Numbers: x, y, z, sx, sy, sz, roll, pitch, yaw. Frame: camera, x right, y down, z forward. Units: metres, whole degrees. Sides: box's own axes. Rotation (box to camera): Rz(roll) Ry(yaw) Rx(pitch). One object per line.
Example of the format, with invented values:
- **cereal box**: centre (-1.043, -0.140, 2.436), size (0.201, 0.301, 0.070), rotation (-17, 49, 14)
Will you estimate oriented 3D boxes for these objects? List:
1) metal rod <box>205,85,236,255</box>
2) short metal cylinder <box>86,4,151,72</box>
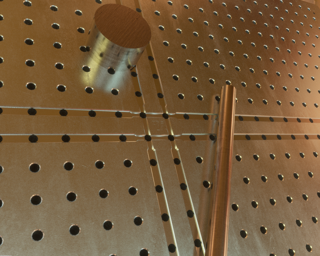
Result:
- **metal rod**: centre (0.084, 0.057, 0.417), size (0.025, 0.025, 0.300), rotation (23, 53, -14)
- **short metal cylinder**: centre (-0.059, -0.127, 0.438), size (0.081, 0.050, 0.080), rotation (14, 56, -21)
